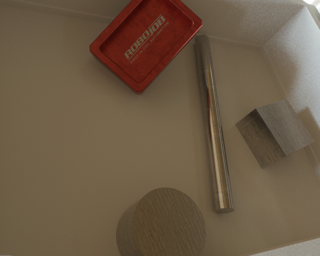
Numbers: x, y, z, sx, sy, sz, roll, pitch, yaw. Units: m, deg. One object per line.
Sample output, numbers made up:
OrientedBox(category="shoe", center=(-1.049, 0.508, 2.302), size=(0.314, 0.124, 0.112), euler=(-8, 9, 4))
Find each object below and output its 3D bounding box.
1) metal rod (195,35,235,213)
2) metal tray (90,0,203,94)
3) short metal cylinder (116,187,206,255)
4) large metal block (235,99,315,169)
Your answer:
OrientedBox(category="metal rod", center=(0.077, -0.025, 0.464), size=(0.025, 0.025, 0.299), euler=(12, 57, -22))
OrientedBox(category="metal tray", center=(-0.018, -0.121, 0.419), size=(0.090, 0.030, 0.130), euler=(42, 87, -3))
OrientedBox(category="short metal cylinder", center=(0.001, 0.109, 0.325), size=(0.081, 0.050, 0.080), euler=(14, 56, -21))
OrientedBox(category="large metal block", center=(0.179, 0.008, 0.484), size=(0.081, 0.050, 0.080), euler=(-16, 70, -35))
